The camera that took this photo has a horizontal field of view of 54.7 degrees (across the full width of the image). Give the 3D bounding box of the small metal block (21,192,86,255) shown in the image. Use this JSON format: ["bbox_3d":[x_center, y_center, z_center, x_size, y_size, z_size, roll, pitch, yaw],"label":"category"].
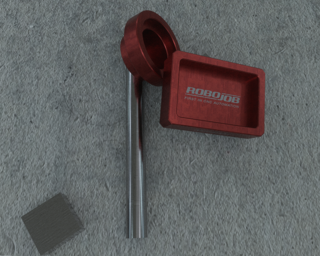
[{"bbox_3d":[-0.125,0.113,0.365,0.050,0.025,0.050,-32,74,-12],"label":"small metal block"}]

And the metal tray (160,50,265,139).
[{"bbox_3d":[0.069,-0.039,0.390,0.131,0.030,0.090,8,79,-19],"label":"metal tray"}]

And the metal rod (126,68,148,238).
[{"bbox_3d":[-0.033,-0.012,0.412,0.025,0.025,0.299,-2,70,-1],"label":"metal rod"}]

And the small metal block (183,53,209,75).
[{"bbox_3d":[0.063,-0.068,0.434,0.050,0.025,0.050,-42,76,-14],"label":"small metal block"}]

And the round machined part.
[{"bbox_3d":[-0.015,-0.102,0.415,0.042,0.098,0.098,-17,66,34],"label":"round machined part"}]
